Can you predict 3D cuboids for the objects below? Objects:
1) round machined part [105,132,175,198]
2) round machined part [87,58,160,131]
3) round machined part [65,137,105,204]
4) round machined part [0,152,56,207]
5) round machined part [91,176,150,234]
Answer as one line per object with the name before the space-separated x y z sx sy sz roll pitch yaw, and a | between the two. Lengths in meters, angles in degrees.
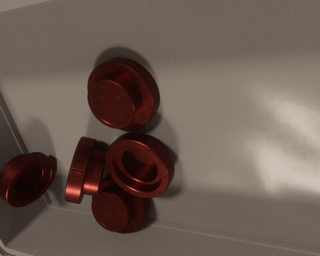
round machined part | -0.025 0.048 0.439 0.098 0.042 0.097 13 124 20
round machined part | -0.054 -0.038 0.401 0.098 0.042 0.097 13 124 20
round machined part | -0.106 0.064 0.460 0.042 0.098 0.097 13 127 -7
round machined part | -0.233 0.084 0.534 0.042 0.099 0.097 29 129 22
round machined part | -0.069 0.125 0.494 0.098 0.042 0.097 7 106 24
